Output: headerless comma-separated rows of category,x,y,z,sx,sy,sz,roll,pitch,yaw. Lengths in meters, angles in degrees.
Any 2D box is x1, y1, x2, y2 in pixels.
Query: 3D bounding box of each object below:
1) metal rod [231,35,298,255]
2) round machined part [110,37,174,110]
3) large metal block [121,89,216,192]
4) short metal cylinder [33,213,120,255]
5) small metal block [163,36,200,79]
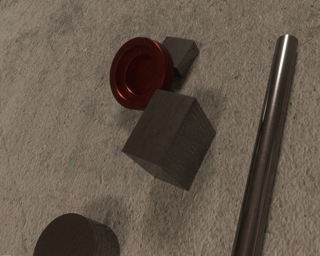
metal rod,0.113,0.024,0.329,0.025,0.025,0.300,6,64,30
round machined part,-0.020,-0.073,0.430,0.098,0.042,0.097,-2,86,36
large metal block,0.014,0.015,0.351,0.050,0.080,0.080,17,71,34
short metal cylinder,-0.093,0.142,0.348,0.080,0.050,0.080,-13,56,20
small metal block,0.022,-0.105,0.455,0.050,0.025,0.050,21,73,35
